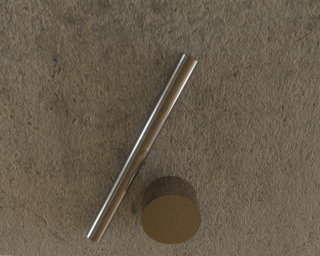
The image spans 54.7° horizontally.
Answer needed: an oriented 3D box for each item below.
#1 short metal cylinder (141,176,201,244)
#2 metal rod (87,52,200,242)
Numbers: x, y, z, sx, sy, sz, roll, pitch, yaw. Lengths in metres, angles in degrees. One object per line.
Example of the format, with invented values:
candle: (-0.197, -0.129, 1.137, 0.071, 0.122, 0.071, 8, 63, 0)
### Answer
short metal cylinder: (0.015, 0.116, 0.439, 0.081, 0.050, 0.079, 0, 110, -1)
metal rod: (-0.031, 0.038, 0.423, 0.025, 0.025, 0.298, 26, 108, -10)
